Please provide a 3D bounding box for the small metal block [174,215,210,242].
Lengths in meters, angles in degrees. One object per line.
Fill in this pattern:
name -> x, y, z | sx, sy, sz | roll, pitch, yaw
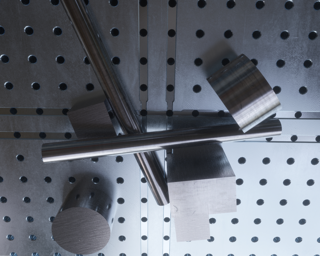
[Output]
small metal block -> 0.047, 0.141, 0.466 | 0.050, 0.025, 0.050 | -6, 110, 2

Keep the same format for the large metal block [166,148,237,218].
large metal block -> 0.052, 0.070, 0.410 | 0.080, 0.080, 0.050 | -6, 110, 2

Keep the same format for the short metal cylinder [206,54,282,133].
short metal cylinder -> 0.099, -0.041, 0.370 | 0.050, 0.080, 0.080 | -35, 107, 12

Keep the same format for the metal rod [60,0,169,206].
metal rod -> -0.049, -0.024, 0.403 | 0.025, 0.025, 0.299 | -21, 109, 7

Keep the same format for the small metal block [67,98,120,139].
small metal block -> -0.087, -0.008, 0.410 | 0.050, 0.025, 0.050 | -16, 110, 6

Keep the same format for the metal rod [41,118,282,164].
metal rod -> 0.008, 0.015, 0.397 | 0.302, 0.025, 0.025 | -6, 110, -7

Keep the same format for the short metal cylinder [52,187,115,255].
short metal cylinder -> -0.108, 0.134, 0.448 | 0.081, 0.050, 0.079 | 0, 110, 0
